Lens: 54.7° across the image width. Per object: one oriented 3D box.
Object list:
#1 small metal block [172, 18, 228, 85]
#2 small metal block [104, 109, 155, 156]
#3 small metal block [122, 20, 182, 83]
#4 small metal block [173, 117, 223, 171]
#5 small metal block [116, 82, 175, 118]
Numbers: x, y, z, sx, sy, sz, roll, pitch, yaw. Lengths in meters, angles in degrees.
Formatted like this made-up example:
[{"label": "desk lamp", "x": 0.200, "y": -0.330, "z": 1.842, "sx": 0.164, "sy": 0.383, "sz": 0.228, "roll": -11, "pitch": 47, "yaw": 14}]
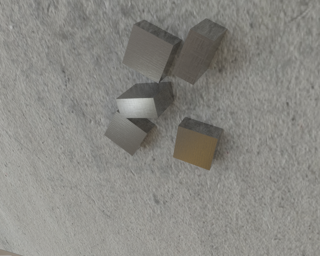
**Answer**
[{"label": "small metal block", "x": 0.041, "y": -0.079, "z": 0.319, "sx": 0.025, "sy": 0.050, "sz": 0.050, "roll": 30, "pitch": 128, "yaw": 9}, {"label": "small metal block", "x": -0.043, "y": 0.003, "z": 0.429, "sx": 0.050, "sy": 0.025, "sz": 0.050, "roll": 37, "pitch": 129, "yaw": 3}, {"label": "small metal block", "x": -0.010, "y": -0.088, "z": 0.356, "sx": 0.050, "sy": 0.025, "sz": 0.050, "roll": 30, "pitch": 128, "yaw": 8}, {"label": "small metal block", "x": 0.048, "y": 0.020, "z": 0.393, "sx": 0.050, "sy": 0.025, "sz": 0.050, "roll": 19, "pitch": 126, "yaw": 17}, {"label": "small metal block", "x": -0.017, "y": -0.035, "z": 0.377, "sx": 0.050, "sy": 0.050, "sz": 0.025, "roll": 1, "pitch": 119, "yaw": 27}]
